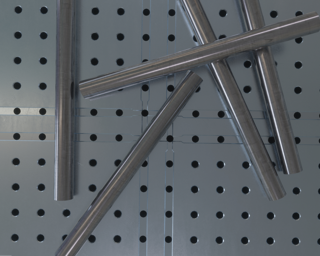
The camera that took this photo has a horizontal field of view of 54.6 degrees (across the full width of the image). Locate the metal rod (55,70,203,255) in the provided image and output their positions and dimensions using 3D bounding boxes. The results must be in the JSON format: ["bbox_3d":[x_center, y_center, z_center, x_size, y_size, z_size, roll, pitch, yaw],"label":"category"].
[{"bbox_3d":[-0.041,0.051,0.413,0.025,0.025,0.300,36,90,0],"label":"metal rod"}]

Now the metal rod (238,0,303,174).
[{"bbox_3d":[0.140,-0.086,0.414,0.025,0.025,0.299,-15,90,0],"label":"metal rod"}]

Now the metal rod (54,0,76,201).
[{"bbox_3d":[-0.126,-0.055,0.412,0.025,0.025,0.298,1,90,0],"label":"metal rod"}]

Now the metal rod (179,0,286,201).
[{"bbox_3d":[0.095,-0.045,0.413,0.025,0.025,0.299,-24,90,0],"label":"metal rod"}]

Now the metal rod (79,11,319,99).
[{"bbox_3d":[0.042,-0.089,0.391,0.301,0.025,0.025,-15,90,8],"label":"metal rod"}]
